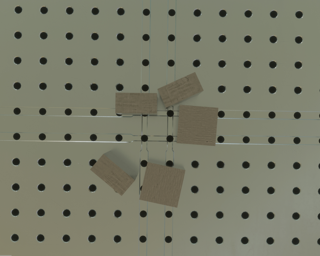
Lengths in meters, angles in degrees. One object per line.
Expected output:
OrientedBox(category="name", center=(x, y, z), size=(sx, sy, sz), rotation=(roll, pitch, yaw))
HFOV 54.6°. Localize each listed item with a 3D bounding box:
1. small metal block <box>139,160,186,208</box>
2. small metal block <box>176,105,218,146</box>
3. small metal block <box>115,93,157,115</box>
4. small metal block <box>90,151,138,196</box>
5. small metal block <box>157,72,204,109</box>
OrientedBox(category="small metal block", center=(0.003, 0.074, 0.413), size=(0.050, 0.025, 0.050), rotation=(12, 90, 0))
OrientedBox(category="small metal block", center=(0.049, -0.003, 0.414), size=(0.050, 0.025, 0.050), rotation=(5, 90, 0))
OrientedBox(category="small metal block", center=(-0.029, -0.030, 0.401), size=(0.050, 0.050, 0.025), rotation=(1, 90, 0))
OrientedBox(category="small metal block", center=(-0.057, 0.057, 0.401), size=(0.050, 0.050, 0.025), rotation=(40, 90, 0))
OrientedBox(category="small metal block", center=(0.025, -0.047, 0.401), size=(0.050, 0.050, 0.025), rotation=(-25, 90, 0))
